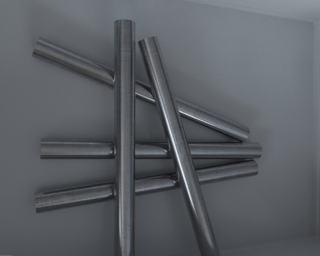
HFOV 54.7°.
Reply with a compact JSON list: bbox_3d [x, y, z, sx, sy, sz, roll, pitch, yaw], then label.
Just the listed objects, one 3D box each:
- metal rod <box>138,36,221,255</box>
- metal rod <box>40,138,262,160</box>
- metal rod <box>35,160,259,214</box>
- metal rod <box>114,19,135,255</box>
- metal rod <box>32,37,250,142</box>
[{"bbox_3d":[0.027,0.035,0.393,0.025,0.025,0.298,-19,97,-19],"label":"metal rod"},{"bbox_3d":[0.004,0.029,0.411,0.303,0.025,0.025,2,90,-21],"label":"metal rod"},{"bbox_3d":[-0.002,0.073,0.409,0.303,0.025,0.025,-5,92,-20],"label":"metal rod"},{"bbox_3d":[-0.042,0.025,0.367,0.025,0.025,0.298,0,90,-20],"label":"metal rod"},{"bbox_3d":[-0.009,-0.042,0.406,0.302,0.025,0.025,21,83,-19],"label":"metal rod"}]
